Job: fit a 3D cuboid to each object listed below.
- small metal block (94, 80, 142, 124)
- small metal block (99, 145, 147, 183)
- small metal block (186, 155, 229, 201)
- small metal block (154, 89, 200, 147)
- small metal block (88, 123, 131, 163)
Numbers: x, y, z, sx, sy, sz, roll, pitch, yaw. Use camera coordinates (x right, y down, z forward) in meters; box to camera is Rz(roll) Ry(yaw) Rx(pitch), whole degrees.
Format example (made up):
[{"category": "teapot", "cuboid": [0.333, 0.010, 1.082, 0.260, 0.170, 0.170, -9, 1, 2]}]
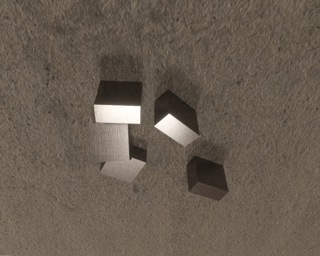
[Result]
[{"category": "small metal block", "cuboid": [-0.047, -0.031, 0.364, 0.050, 0.050, 0.025, 2, 130, -2]}, {"category": "small metal block", "cuboid": [-0.053, 0.048, 0.448, 0.050, 0.025, 0.050, 22, 127, -18]}, {"category": "small metal block", "cuboid": [0.069, 0.074, 0.455, 0.050, 0.050, 0.025, 20, 127, -17]}, {"category": "small metal block", "cuboid": [0.020, -0.012, 0.381, 0.050, 0.050, 0.025, 35, 122, -26]}, {"category": "small metal block", "cuboid": [-0.064, 0.018, 0.404, 0.050, 0.025, 0.050, -3, 89, 1]}]
